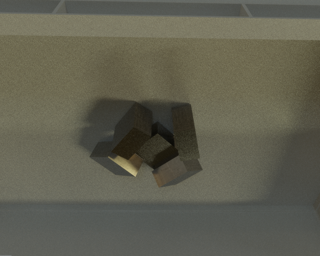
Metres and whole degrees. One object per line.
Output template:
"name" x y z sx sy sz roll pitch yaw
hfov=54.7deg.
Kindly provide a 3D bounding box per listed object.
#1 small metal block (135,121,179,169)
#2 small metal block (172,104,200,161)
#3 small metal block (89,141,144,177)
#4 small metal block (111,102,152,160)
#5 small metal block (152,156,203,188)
"small metal block" -0.005 0.026 0.428 0.050 0.025 0.050 -34 123 25
"small metal block" 0.033 0.006 0.395 0.025 0.050 0.050 -9 130 6
"small metal block" -0.060 0.043 0.427 0.050 0.025 0.050 41 152 -30
"small metal block" -0.035 0.004 0.392 0.025 0.050 0.050 30 124 -23
"small metal block" 0.025 0.061 0.442 0.050 0.025 0.050 -34 160 24
